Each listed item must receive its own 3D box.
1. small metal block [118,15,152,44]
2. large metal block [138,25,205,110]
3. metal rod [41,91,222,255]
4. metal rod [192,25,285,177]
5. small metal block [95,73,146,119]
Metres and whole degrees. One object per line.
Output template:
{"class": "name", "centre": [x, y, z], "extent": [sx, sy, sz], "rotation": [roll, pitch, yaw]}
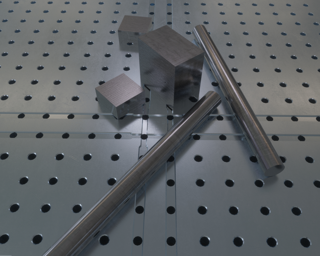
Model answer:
{"class": "small metal block", "centre": [-0.044, -0.176, 0.555], "extent": [0.050, 0.025, 0.050], "rotation": [8, 50, 6]}
{"class": "large metal block", "centre": [0.014, -0.087, 0.445], "extent": [0.050, 0.080, 0.080], "rotation": [-31, 57, -23]}
{"class": "metal rod", "centre": [-0.017, 0.047, 0.367], "extent": [0.025, 0.025, 0.301], "rotation": [32, 57, 23]}
{"class": "metal rod", "centre": [0.103, -0.062, 0.459], "extent": [0.025, 0.025, 0.300], "rotation": [-10, 51, -8]}
{"class": "small metal block", "centre": [-0.057, -0.047, 0.447], "extent": [0.050, 0.025, 0.050], "rotation": [-34, 58, -25]}
